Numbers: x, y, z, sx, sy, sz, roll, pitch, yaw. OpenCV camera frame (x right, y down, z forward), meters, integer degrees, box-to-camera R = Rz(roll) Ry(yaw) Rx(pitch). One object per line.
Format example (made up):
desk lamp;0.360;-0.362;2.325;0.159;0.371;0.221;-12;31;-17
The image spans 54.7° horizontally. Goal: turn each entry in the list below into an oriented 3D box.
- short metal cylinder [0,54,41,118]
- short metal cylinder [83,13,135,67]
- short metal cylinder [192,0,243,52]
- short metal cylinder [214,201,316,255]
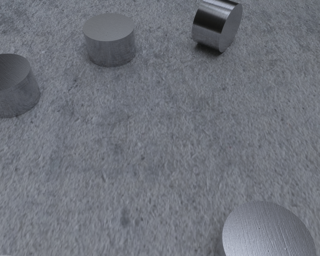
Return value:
short metal cylinder;-0.216;-0.060;0.434;0.081;0.050;0.080;0;50;0
short metal cylinder;-0.081;-0.144;0.507;0.081;0.050;0.080;0;50;0
short metal cylinder;0.095;-0.173;0.514;0.050;0.080;0.080;28;55;21
short metal cylinder;0.095;0.116;0.291;0.081;0.050;0.080;0;50;0
